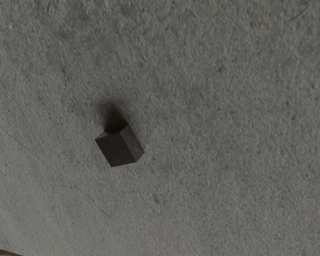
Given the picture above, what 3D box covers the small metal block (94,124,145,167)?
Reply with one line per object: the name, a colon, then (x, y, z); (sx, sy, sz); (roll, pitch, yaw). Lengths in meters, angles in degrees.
small metal block: (-0.059, 0.027, 0.453); (0.050, 0.025, 0.050); (-15, 111, 34)
